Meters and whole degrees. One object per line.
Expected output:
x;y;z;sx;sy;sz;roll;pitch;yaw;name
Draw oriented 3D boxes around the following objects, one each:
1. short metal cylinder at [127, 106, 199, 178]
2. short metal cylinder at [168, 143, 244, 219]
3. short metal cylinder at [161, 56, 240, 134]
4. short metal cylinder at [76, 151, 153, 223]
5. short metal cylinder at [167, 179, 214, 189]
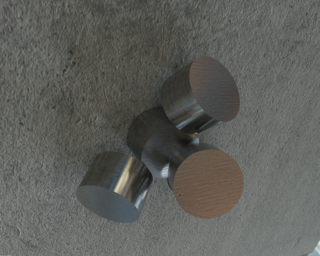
0.003;0.018;0.405;0.081;0.050;0.079;-14;124;-21;short metal cylinder
0.052;0.061;0.372;0.081;0.050;0.079;-1;96;-6;short metal cylinder
0.048;-0.038;0.368;0.081;0.080;0.050;14;154;-34;short metal cylinder
-0.055;0.074;0.381;0.080;0.050;0.080;12;139;11;short metal cylinder
0.057;0.069;0.446;0.080;0.080;0.050;-46;129;4;short metal cylinder
